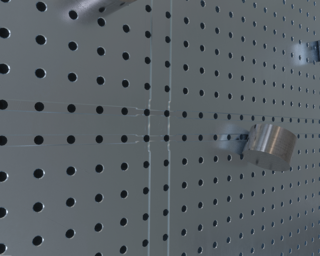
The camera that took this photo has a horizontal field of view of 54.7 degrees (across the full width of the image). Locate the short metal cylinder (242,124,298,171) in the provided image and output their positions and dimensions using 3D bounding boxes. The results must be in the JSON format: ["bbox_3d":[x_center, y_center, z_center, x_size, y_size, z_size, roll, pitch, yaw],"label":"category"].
[{"bbox_3d":[0.187,0.034,0.530,0.080,0.080,0.050,37,67,-34],"label":"short metal cylinder"}]

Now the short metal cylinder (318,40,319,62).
[{"bbox_3d":[0.414,-0.186,0.719,0.081,0.080,0.050,-17,101,-39],"label":"short metal cylinder"}]

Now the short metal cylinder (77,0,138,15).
[{"bbox_3d":[-0.058,-0.173,0.344,0.081,0.050,0.080,0,90,-40],"label":"short metal cylinder"}]
